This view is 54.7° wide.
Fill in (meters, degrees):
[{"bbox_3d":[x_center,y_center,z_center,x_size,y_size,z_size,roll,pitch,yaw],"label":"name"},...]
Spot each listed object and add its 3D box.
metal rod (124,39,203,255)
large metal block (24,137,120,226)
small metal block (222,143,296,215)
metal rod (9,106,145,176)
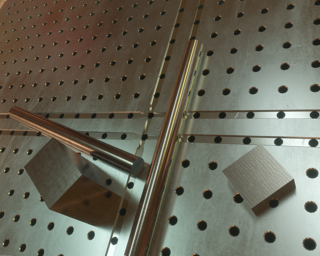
[{"bbox_3d":[0.012,0.010,0.395,0.025,0.025,0.300,2,63,29],"label":"metal rod"},{"bbox_3d":[-0.109,0.068,0.389,0.050,0.080,0.080,-48,51,-5],"label":"large metal block"},{"bbox_3d":[0.102,0.053,0.322,0.050,0.025,0.050,-37,51,3],"label":"small metal block"},{"bbox_3d":[-0.145,0.011,0.477,0.300,0.025,0.025,18,71,35],"label":"metal rod"}]
